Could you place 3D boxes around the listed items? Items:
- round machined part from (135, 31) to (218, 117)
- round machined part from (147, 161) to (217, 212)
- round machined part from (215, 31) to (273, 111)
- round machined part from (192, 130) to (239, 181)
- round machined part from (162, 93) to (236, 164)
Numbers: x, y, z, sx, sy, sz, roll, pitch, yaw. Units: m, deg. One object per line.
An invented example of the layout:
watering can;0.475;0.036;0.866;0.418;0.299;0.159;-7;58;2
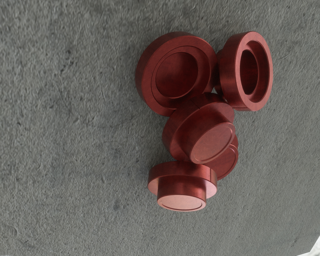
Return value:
round machined part;0.016;-0.065;0.367;0.099;0.042;0.097;-14;125;-21
round machined part;0.031;0.087;0.437;0.099;0.042;0.098;4;147;3
round machined part;0.102;-0.070;0.394;0.099;0.042;0.097;-3;94;-46
round machined part;0.079;0.042;0.468;0.099;0.042;0.097;-14;125;-21
round machined part;0.055;0.007;0.391;0.099;0.042;0.097;-22;140;-20
